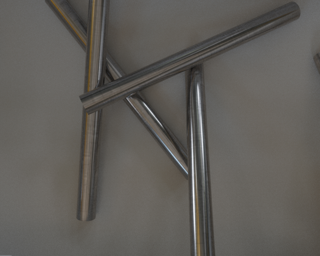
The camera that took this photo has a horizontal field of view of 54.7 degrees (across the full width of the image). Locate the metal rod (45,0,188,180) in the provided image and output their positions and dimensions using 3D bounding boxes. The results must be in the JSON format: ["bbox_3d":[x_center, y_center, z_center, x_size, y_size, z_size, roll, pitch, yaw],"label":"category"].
[{"bbox_3d":[-0.048,-0.056,0.410,0.025,0.025,0.300,-38,90,0],"label":"metal rod"}]

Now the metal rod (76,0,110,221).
[{"bbox_3d":[-0.085,-0.029,0.392,0.025,0.025,0.298,5,97,0],"label":"metal rod"}]

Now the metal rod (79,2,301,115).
[{"bbox_3d":[0.044,-0.091,0.388,0.302,0.025,0.025,-26,90,-9],"label":"metal rod"}]

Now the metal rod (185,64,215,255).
[{"bbox_3d":[0.044,0.052,0.351,0.025,0.025,0.299,1,65,0],"label":"metal rod"}]

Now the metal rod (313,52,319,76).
[{"bbox_3d":[0.241,0.039,0.358,0.025,0.025,0.299,-9,68,0],"label":"metal rod"}]
